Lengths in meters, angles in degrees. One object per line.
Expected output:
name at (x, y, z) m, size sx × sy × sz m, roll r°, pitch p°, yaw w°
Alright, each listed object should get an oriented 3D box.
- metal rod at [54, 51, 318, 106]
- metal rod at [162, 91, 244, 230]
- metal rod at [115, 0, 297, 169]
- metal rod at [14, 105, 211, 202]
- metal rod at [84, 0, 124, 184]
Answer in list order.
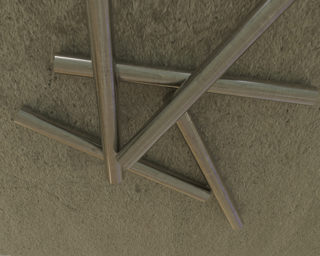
metal rod at (0.035, -0.056, 0.359) m, size 0.302 × 0.025 × 0.025 m, roll 6°, pitch 130°, yaw -6°
metal rod at (0.076, 0.066, 0.463) m, size 0.025 × 0.025 × 0.299 m, roll -19°, pitch 128°, yaw 15°
metal rod at (0.052, -0.059, 0.328) m, size 0.025 × 0.025 × 0.299 m, roll 34°, pitch 114°, yaw -25°
metal rod at (-0.052, 0.045, 0.444) m, size 0.301 × 0.025 × 0.025 m, roll 26°, pitch 125°, yaw -21°
metal rod at (-0.058, -0.046, 0.333) m, size 0.025 × 0.025 × 0.298 m, roll 1°, pitch 130°, yaw -1°
